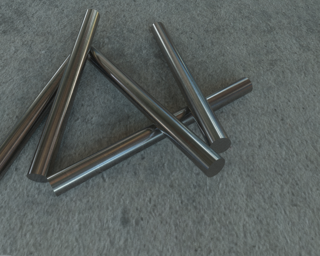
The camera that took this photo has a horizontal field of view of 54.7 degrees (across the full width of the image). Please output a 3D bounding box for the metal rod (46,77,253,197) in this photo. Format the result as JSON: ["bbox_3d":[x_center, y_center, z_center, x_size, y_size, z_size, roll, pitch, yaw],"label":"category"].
[{"bbox_3d":[0.003,0.001,0.402,0.302,0.025,0.025,-28,56,-22],"label":"metal rod"}]

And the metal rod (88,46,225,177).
[{"bbox_3d":[-0.027,-0.040,0.411,0.025,0.025,0.300,-28,48,-22],"label":"metal rod"}]

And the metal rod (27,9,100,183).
[{"bbox_3d":[-0.126,-0.066,0.437,0.025,0.025,0.300,4,56,3],"label":"metal rod"}]

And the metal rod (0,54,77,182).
[{"bbox_3d":[-0.174,-0.001,0.401,0.025,0.025,0.300,12,51,10],"label":"metal rod"}]

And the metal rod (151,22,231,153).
[{"bbox_3d":[0.031,-0.079,0.446,0.025,0.025,0.300,-10,44,-9],"label":"metal rod"}]
